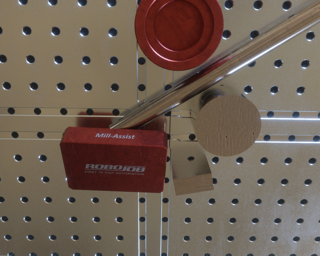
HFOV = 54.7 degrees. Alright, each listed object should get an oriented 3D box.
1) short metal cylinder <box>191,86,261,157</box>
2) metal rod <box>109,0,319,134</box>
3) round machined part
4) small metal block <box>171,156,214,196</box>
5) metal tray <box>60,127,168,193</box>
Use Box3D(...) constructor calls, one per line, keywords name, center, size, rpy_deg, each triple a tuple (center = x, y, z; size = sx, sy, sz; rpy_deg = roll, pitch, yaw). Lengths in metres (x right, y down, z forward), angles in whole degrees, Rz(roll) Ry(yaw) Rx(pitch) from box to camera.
Box3D(name="short metal cylinder", center=(0.082, -0.010, 0.398), size=(0.081, 0.050, 0.079), rpy_deg=(0, 110, -1))
Box3D(name="metal rod", center=(0.067, -0.068, 0.389), size=(0.300, 0.025, 0.025), rpy_deg=(-30, 108, 10))
Box3D(name="round machined part", center=(0.021, -0.119, 0.361), size=(0.099, 0.042, 0.097), rpy_deg=(0, 110, -1))
Box3D(name="small metal block", center=(0.043, 0.065, 0.425), size=(0.050, 0.050, 0.025), rpy_deg=(-10, 110, 3))
Box3D(name="metal tray", center=(-0.058, 0.044, 0.411), size=(0.131, 0.030, 0.089), rpy_deg=(3, 129, -2))
